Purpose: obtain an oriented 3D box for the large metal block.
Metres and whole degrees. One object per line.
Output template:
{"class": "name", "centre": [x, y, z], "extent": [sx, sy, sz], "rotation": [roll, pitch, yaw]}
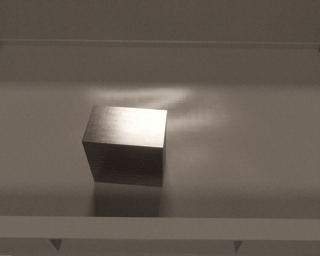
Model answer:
{"class": "large metal block", "centre": [-0.035, 0.022, 0.350], "extent": [0.080, 0.080, 0.050], "rotation": [4, 50, 3]}
